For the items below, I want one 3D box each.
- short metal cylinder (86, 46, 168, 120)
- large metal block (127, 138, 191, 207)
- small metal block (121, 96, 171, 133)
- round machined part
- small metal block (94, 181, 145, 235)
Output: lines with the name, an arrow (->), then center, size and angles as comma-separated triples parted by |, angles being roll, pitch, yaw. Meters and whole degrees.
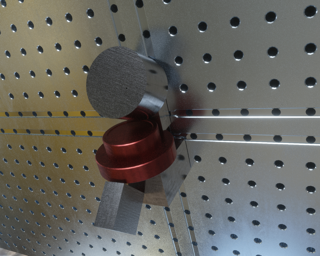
short metal cylinder -> -0.038, -0.049, 0.361 | 0.080, 0.050, 0.080 | -1, 88, 27
large metal block -> -0.014, 0.054, 0.414 | 0.080, 0.080, 0.050 | 1, 119, 27
small metal block -> -0.018, -0.022, 0.404 | 0.050, 0.025, 0.050 | 1, 119, 27
round machined part -> -0.032, 0.021, 0.379 | 0.098, 0.098, 0.042 | 1, 119, 27
small metal block -> -0.045, 0.093, 0.358 | 0.025, 0.050, 0.050 | 1, 157, 27
